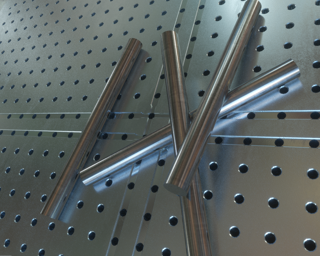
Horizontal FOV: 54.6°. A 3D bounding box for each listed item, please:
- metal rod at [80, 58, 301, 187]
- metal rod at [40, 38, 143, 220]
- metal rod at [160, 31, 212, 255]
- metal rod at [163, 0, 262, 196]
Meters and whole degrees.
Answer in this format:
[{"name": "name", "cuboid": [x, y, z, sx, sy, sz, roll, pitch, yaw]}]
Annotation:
[{"name": "metal rod", "cuboid": [0.030, -0.002, 0.394, 0.300, 0.025, 0.025, -28, 52, 10]}, {"name": "metal rod", "cuboid": [-0.095, -0.012, 0.466, 0.025, 0.025, 0.300, 9, 66, 32]}, {"name": "metal rod", "cuboid": [0.027, 0.012, 0.359, 0.025, 0.025, 0.299, -15, 64, 20]}, {"name": "metal rod", "cuboid": [0.074, -0.057, 0.375, 0.025, 0.025, 0.300, 7, 56, 31]}]
